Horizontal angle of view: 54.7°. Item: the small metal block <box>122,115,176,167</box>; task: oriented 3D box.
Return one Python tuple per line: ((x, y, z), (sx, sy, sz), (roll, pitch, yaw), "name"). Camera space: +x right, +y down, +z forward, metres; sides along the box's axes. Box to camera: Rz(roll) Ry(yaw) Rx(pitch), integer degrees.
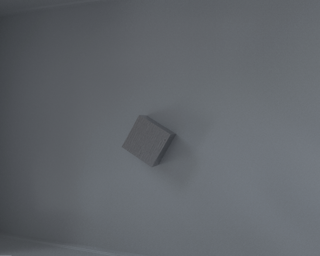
((-0.015, 0.017, 0.415), (0.050, 0.025, 0.050), (32, 100, 16), "small metal block")
